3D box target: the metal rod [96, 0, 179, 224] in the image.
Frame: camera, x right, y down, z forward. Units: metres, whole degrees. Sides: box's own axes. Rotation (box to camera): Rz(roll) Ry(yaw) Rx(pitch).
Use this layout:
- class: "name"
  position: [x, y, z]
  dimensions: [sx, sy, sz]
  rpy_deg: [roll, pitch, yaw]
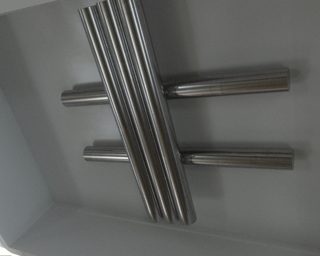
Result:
- class: "metal rod"
  position: [-0.018, -0.002, 0.382]
  dimensions: [0.025, 0.025, 0.298]
  rpy_deg: [-1, 118, 29]

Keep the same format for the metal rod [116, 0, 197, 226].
- class: "metal rod"
  position: [0.003, -0.004, 0.369]
  dimensions: [0.025, 0.025, 0.298]
  rpy_deg: [-1, 118, 29]

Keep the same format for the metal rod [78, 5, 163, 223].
- class: "metal rod"
  position: [-0.040, 0.000, 0.395]
  dimensions: [0.025, 0.025, 0.298]
  rpy_deg: [-1, 118, 29]

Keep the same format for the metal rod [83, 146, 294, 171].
- class: "metal rod"
  position: [0.018, 0.038, 0.421]
  dimensions: [0.300, 0.025, 0.025]
  rpy_deg: [-1, 118, 28]

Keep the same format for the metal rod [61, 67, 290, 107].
- class: "metal rod"
  position: [-0.003, -0.046, 0.381]
  dimensions: [0.300, 0.025, 0.025]
  rpy_deg: [-1, 118, 28]
